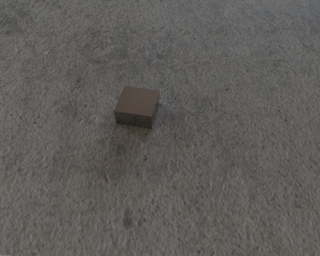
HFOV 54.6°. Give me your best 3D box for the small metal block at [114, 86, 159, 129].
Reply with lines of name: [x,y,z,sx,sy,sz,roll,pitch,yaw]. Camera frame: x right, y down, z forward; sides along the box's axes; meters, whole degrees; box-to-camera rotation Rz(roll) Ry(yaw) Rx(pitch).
small metal block: [-0.030,-0.029,0.428,0.050,0.025,0.050,9,51,7]
